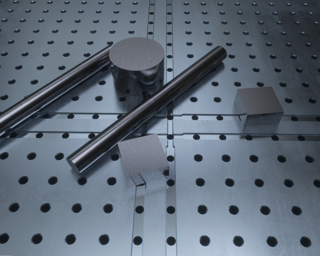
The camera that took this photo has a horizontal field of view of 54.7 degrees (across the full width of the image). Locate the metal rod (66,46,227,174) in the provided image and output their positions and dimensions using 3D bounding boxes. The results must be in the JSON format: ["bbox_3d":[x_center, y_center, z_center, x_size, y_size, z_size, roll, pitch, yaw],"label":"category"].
[{"bbox_3d":[-0.002,-0.040,0.440,0.025,0.025,0.302,35,58,26],"label":"metal rod"}]

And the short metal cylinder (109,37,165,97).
[{"bbox_3d":[-0.034,-0.093,0.470,0.081,0.050,0.080,0,50,0],"label":"short metal cylinder"}]

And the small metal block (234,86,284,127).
[{"bbox_3d":[0.137,-0.030,0.434,0.050,0.025,0.050,-4,50,-4],"label":"small metal block"}]

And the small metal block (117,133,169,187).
[{"bbox_3d":[-0.020,0.038,0.375,0.050,0.025,0.050,-13,51,-11],"label":"small metal block"}]

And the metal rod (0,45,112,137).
[{"bbox_3d":[-0.174,-0.038,0.438,0.025,0.025,0.301,33,57,24],"label":"metal rod"}]
